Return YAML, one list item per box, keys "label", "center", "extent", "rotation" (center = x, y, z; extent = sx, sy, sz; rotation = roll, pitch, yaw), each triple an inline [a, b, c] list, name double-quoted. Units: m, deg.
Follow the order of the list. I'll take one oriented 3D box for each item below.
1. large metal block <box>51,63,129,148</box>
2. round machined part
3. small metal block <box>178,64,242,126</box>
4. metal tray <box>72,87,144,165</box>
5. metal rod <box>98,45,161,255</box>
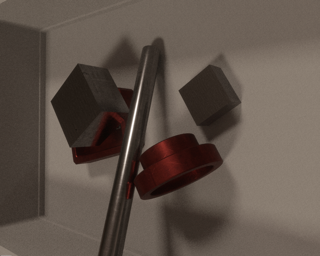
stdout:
- label: "large metal block"
  center: [-0.098, -0.029, 0.429]
  extent: [0.080, 0.050, 0.080]
  rotation: [-43, 64, 31]
- label: "round machined part"
  center: [0.016, 0.040, 0.344]
  extent: [0.098, 0.099, 0.042]
  rotation: [-38, 67, 33]
- label: "small metal block"
  center: [0.057, -0.037, 0.359]
  extent: [0.050, 0.025, 0.050]
  rotation: [-38, 67, 33]
- label: "metal tray"
  center: [-0.088, 0.001, 0.473]
  extent: [0.130, 0.030, 0.090]
  rotation: [-17, 79, 38]
- label: "metal rod"
  center: [-0.035, 0.034, 0.363]
  extent: [0.025, 0.025, 0.299]
  rotation: [-8, 63, 39]
